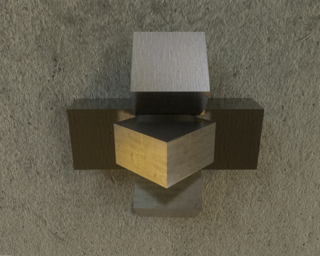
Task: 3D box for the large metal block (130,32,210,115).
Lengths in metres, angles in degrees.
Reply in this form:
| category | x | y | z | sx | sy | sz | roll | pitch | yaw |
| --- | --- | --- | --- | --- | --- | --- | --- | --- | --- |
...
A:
| category | x | y | z | sx | sy | sz | roll | pitch | yaw |
| --- | --- | --- | --- | --- | --- | --- | --- | --- | --- |
| large metal block | 0.010 | -0.062 | 0.353 | 0.081 | 0.080 | 0.050 | 0 | 154 | 0 |

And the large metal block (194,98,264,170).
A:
| category | x | y | z | sx | sy | sz | roll | pitch | yaw |
| --- | --- | --- | --- | --- | --- | --- | --- | --- | --- |
| large metal block | 0.081 | 0.006 | 0.398 | 0.081 | 0.050 | 0.079 | 0 | 110 | -1 |

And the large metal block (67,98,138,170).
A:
| category | x | y | z | sx | sy | sz | roll | pitch | yaw |
| --- | --- | --- | --- | --- | --- | --- | --- | --- | --- |
| large metal block | -0.068 | 0.006 | 0.399 | 0.081 | 0.050 | 0.079 | -1 | 110 | -1 |

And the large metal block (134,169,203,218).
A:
| category | x | y | z | sx | sy | sz | roll | pitch | yaw |
| --- | --- | --- | --- | --- | --- | --- | --- | --- | --- |
| large metal block | 0.010 | 0.087 | 0.407 | 0.081 | 0.080 | 0.050 | 1 | 67 | 0 |

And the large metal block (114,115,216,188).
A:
| category | x | y | z | sx | sy | sz | roll | pitch | yaw |
| --- | --- | --- | --- | --- | --- | --- | --- | --- | --- |
| large metal block | 0.006 | 0.017 | 0.353 | 0.080 | 0.081 | 0.050 | 18 | 117 | 41 |
